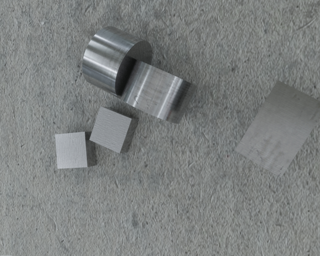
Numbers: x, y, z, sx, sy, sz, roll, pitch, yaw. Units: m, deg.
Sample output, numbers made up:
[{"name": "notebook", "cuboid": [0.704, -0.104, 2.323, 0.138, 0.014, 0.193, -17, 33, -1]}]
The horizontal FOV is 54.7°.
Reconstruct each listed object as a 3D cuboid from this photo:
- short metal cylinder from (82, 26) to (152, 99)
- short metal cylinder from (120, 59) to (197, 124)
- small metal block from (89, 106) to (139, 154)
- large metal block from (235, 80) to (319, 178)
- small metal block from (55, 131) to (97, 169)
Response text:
[{"name": "short metal cylinder", "cuboid": [-0.053, -0.083, 0.398, 0.050, 0.080, 0.080, 28, 99, 18]}, {"name": "short metal cylinder", "cuboid": [-0.002, -0.045, 0.380, 0.080, 0.080, 0.050, 27, 99, 18]}, {"name": "small metal block", "cuboid": [-0.063, 0.002, 0.431, 0.050, 0.025, 0.050, 22, 97, 18]}, {"name": "large metal block", "cuboid": [0.128, 0.001, 0.335, 0.050, 0.080, 0.080, 32, 100, 17]}, {"name": "small metal block", "cuboid": [-0.122, 0.032, 0.452, 0.050, 0.025, 0.050, -5, 88, 19]}]
